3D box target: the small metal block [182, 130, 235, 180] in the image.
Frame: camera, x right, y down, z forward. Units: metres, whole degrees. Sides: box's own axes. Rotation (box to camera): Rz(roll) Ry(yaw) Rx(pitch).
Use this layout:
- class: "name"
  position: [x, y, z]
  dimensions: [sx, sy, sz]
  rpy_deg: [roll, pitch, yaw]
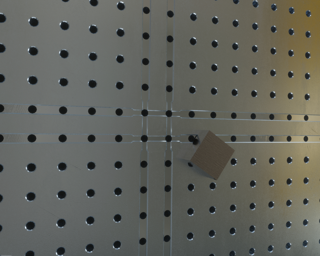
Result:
- class: "small metal block"
  position: [0.069, 0.038, 0.438]
  dimensions: [0.050, 0.025, 0.050]
  rpy_deg: [37, 78, -16]
